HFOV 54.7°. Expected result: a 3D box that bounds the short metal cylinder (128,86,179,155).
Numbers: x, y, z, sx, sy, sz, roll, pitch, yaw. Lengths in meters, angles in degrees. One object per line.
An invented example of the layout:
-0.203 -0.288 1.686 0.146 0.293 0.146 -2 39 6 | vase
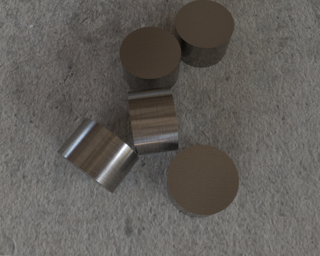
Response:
-0.009 -0.009 0.382 0.050 0.080 0.080 -8 70 -3 | short metal cylinder

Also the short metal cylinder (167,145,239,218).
0.049 0.065 0.372 0.081 0.050 0.080 0 70 0 | short metal cylinder

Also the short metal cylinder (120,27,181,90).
-0.013 -0.091 0.428 0.081 0.050 0.080 0 70 0 | short metal cylinder

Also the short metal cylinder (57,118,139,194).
-0.073 0.033 0.366 0.080 0.080 0.050 34 73 11 | short metal cylinder

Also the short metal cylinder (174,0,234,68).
0.061 -0.134 0.445 0.081 0.050 0.080 0 70 0 | short metal cylinder
